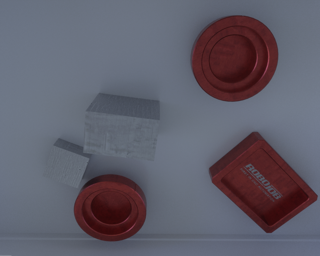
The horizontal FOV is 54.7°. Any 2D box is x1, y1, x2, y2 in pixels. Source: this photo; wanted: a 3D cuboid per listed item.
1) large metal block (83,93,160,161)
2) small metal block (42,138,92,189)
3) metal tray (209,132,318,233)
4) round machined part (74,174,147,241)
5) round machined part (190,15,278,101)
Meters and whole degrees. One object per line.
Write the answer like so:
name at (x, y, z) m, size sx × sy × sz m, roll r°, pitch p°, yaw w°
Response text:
large metal block at (-0.043, -0.004, 0.380) m, size 0.081 × 0.080 × 0.050 m, roll 7°, pitch 110°, yaw -3°
small metal block at (-0.127, 0.049, 0.428) m, size 0.050 × 0.025 × 0.050 m, roll 22°, pitch 109°, yaw -8°
metal tray at (0.145, 0.080, 0.440) m, size 0.090 × 0.030 × 0.130 m, roll -43°, pitch 105°, yaw 14°
round machined part at (-0.068, 0.108, 0.441) m, size 0.099 × 0.042 × 0.097 m, roll 0°, pitch 110°, yaw -1°
round machined part at (0.086, -0.084, 0.372) m, size 0.099 × 0.042 × 0.097 m, roll 0°, pitch 110°, yaw -1°
